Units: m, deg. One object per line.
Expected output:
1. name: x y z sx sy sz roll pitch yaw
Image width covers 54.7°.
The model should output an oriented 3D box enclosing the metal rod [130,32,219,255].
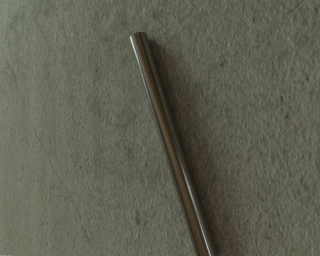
1. metal rod: 0.013 0.013 0.392 0.025 0.025 0.299 -27 73 36
